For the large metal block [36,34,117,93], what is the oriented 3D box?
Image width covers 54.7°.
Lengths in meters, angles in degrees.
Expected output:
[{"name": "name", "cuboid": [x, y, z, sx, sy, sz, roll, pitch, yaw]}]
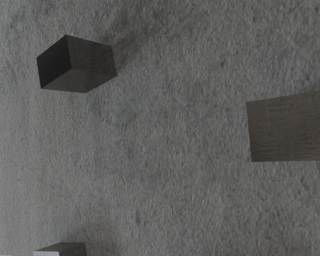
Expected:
[{"name": "large metal block", "cuboid": [-0.127, -0.093, 0.471, 0.080, 0.081, 0.050, -19, 78, 38]}]

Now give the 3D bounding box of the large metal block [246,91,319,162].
[{"name": "large metal block", "cuboid": [0.130, -0.001, 0.261, 0.080, 0.081, 0.050, -7, 86, 39]}]

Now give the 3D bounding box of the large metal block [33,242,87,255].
[{"name": "large metal block", "cuboid": [-0.165, 0.241, 0.522, 0.080, 0.050, 0.080, -18, 79, 38]}]
